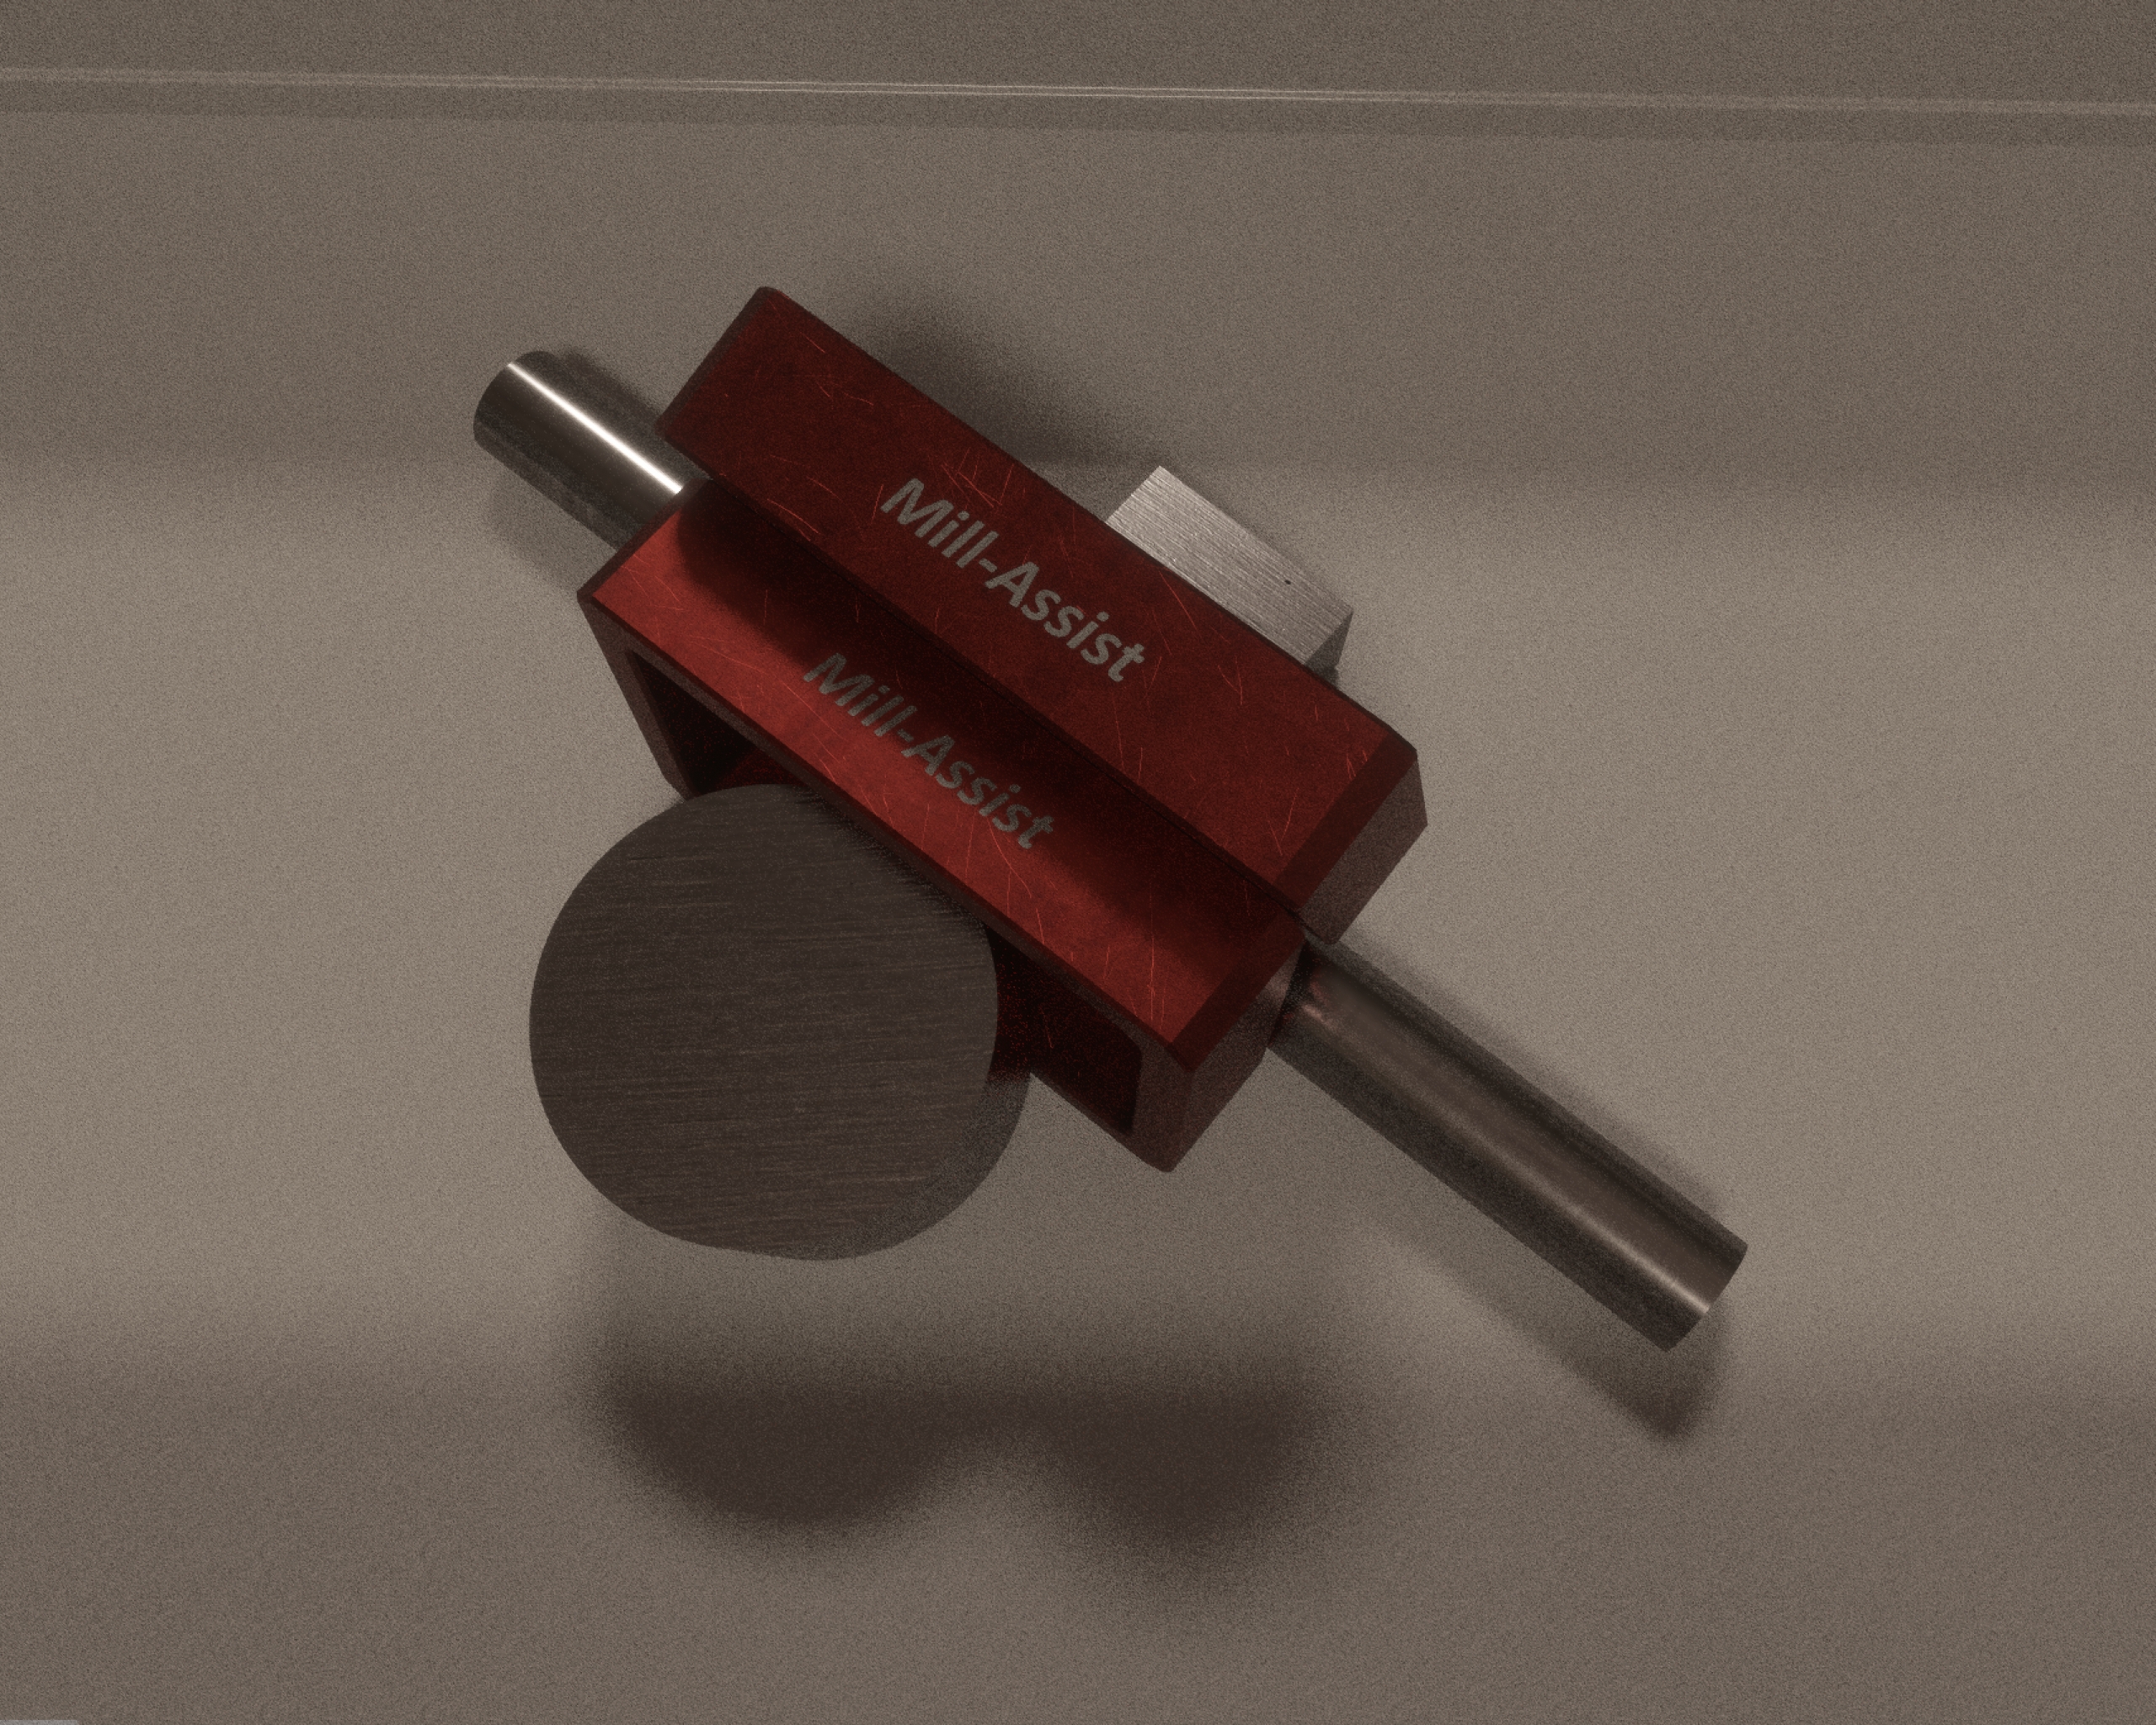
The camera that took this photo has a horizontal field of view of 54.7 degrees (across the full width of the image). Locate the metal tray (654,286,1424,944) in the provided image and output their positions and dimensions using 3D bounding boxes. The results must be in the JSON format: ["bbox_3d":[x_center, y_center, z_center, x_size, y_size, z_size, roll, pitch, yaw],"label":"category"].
[{"bbox_3d":[-0.002,-0.039,0.361,0.130,0.090,0.030,37,91,12],"label":"metal tray"}]

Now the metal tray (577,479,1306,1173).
[{"bbox_3d":[-0.024,-0.003,0.375,0.130,0.090,0.030,37,74,12],"label":"metal tray"}]

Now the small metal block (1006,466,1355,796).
[{"bbox_3d":[0.019,-0.044,0.424,0.050,0.025,0.050,39,74,12],"label":"small metal block"}]

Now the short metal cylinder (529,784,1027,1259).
[{"bbox_3d":[-0.051,0.031,0.377,0.080,0.050,0.080,-1,77,5],"label":"short metal cylinder"}]

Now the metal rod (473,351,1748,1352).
[{"bbox_3d":[-0.002,-0.009,0.413,0.300,0.025,0.025,37,74,12],"label":"metal rod"}]
